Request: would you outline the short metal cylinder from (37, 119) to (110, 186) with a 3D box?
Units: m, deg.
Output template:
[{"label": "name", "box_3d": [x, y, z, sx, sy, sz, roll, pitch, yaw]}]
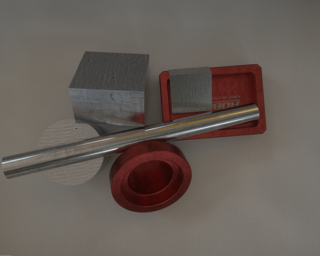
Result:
[{"label": "short metal cylinder", "box_3d": [-0.107, 0.029, 0.395, 0.081, 0.050, 0.079, 0, 90, -1]}]

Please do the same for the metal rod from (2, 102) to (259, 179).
[{"label": "metal rod", "box_3d": [-0.024, 0.011, 0.368, 0.302, 0.025, 0.025, -13, 90, -11]}]

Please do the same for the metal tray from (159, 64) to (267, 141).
[{"label": "metal tray", "box_3d": [0.067, -0.032, 0.408, 0.131, 0.030, 0.089, -5, 90, -1]}]

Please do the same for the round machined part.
[{"label": "round machined part", "box_3d": [-0.014, 0.056, 0.385, 0.099, 0.042, 0.097, -8, 124, -12]}]

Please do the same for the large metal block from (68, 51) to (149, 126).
[{"label": "large metal block", "box_3d": [-0.056, -0.049, 0.374, 0.081, 0.080, 0.050, 3, 132, 0]}]

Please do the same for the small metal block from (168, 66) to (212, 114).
[{"label": "small metal block", "box_3d": [0.038, -0.048, 0.389, 0.050, 0.025, 0.050, -5, 116, 0]}]
